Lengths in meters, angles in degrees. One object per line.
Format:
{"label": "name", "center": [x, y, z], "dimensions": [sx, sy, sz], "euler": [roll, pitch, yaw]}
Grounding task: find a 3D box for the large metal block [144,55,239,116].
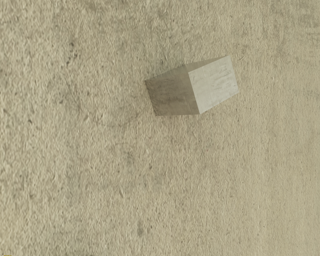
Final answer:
{"label": "large metal block", "center": [0.041, -0.054, 0.403], "dimensions": [0.081, 0.080, 0.050], "euler": [-29, 108, -36]}
